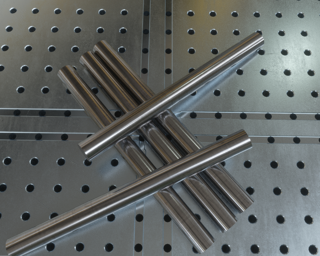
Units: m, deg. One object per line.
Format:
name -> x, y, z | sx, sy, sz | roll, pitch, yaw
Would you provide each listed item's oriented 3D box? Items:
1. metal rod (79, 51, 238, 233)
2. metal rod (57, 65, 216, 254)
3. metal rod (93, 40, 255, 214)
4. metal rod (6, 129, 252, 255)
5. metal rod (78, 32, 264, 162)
metal rod -> -0.011, 0.008, 0.408 | 0.025, 0.025, 0.300 | -37, 75, -13
metal rod -> -0.039, 0.030, 0.400 | 0.025, 0.025, 0.300 | -37, 75, -13
metal rod -> 0.009, -0.011, 0.416 | 0.025, 0.025, 0.300 | -39, 75, -13
metal rod -> -0.035, 0.076, 0.361 | 0.301, 0.025, 0.025 | -25, 72, -1
metal rod -> 0.029, -0.051, 0.409 | 0.302, 0.025, 0.025 | -34, 74, -20
